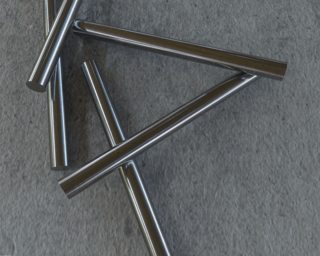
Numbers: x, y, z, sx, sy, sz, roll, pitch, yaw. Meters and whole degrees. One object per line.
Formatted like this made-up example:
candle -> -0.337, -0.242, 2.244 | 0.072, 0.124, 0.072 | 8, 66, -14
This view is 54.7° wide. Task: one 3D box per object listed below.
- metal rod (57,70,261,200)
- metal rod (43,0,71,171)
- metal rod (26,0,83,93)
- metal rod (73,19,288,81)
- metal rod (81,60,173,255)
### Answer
metal rod -> 0.015, -0.006, 0.392 | 0.302, 0.025, 0.025 | -32, 73, -19
metal rod -> -0.149, -0.088, 0.438 | 0.025, 0.025, 0.299 | -9, 70, -4
metal rod -> -0.130, -0.183, 0.456 | 0.025, 0.025, 0.299 | 10, 64, 3
metal rod -> 0.019, -0.112, 0.432 | 0.301, 0.025, 0.025 | 15, 71, 11
metal rod -> -0.044, 0.042, 0.392 | 0.025, 0.025, 0.299 | -21, 72, -8
